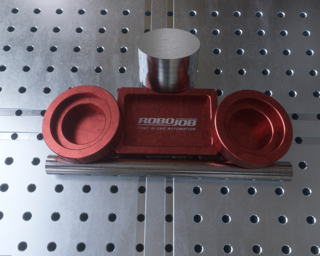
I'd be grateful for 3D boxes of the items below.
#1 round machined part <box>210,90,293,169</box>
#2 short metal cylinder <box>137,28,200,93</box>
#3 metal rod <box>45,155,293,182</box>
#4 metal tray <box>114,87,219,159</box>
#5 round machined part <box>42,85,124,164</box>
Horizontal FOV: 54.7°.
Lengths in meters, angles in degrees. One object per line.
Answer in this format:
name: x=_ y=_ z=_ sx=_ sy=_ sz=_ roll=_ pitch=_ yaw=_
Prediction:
round machined part: x=0.111 y=0.004 z=0.393 sx=0.099 sy=0.042 sz=0.098 roll=3 pitch=68 yaw=-7
short metal cylinder: x=0.011 y=-0.091 z=0.412 sx=0.081 sy=0.050 sz=0.080 roll=0 pitch=44 yaw=0
metal rod: x=0.011 y=0.050 z=0.389 sx=0.302 sy=0.025 sz=0.025 roll=2 pitch=70 yaw=0
metal tray: x=0.009 y=-0.006 z=0.407 sx=0.131 sy=0.030 sz=0.090 roll=1 pitch=71 yaw=0
round machined part: x=-0.093 y=-0.002 z=0.393 sx=0.099 sy=0.042 sz=0.098 roll=-3 pitch=67 yaw=7
